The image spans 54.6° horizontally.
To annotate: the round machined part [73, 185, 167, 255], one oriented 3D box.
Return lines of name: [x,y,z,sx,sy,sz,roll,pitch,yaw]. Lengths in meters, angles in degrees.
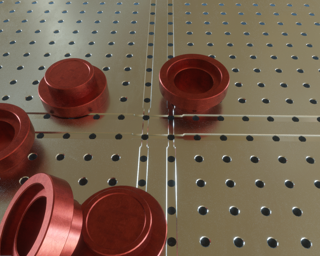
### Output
round machined part: [-0.042,0.101,0.312,0.099,0.042,0.098,0,50,0]

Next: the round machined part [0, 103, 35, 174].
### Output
round machined part: [-0.204,0.018,0.381,0.099,0.042,0.098,0,50,0]

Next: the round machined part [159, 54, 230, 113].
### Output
round machined part: [0.048,-0.061,0.448,0.099,0.042,0.098,0,50,0]

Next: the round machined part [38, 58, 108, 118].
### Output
round machined part: [-0.127,-0.065,0.451,0.099,0.042,0.098,0,50,0]

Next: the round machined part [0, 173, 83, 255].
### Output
round machined part: [-0.111,0.096,0.294,0.098,0.042,0.098,-26,48,33]
